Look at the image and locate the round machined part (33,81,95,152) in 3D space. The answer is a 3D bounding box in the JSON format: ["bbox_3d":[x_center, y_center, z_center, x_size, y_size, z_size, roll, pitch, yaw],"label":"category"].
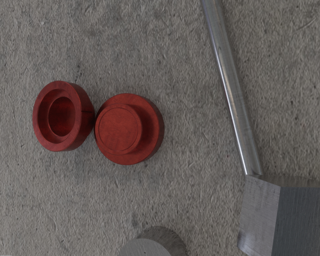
[{"bbox_3d":[-0.131,-0.016,0.440,0.098,0.042,0.097,-1,87,31],"label":"round machined part"}]

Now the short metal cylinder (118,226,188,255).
[{"bbox_3d":[-0.009,0.174,0.399,0.080,0.050,0.080,0,90,20],"label":"short metal cylinder"}]

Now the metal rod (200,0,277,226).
[{"bbox_3d":[0.092,-0.031,0.376,0.025,0.025,0.298,-15,85,19],"label":"metal rod"}]

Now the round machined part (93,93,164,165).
[{"bbox_3d":[-0.047,0.002,0.417,0.098,0.042,0.097,0,90,19],"label":"round machined part"}]

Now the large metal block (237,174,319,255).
[{"bbox_3d":[0.134,0.095,0.327,0.081,0.050,0.079,6,93,-23],"label":"large metal block"}]
